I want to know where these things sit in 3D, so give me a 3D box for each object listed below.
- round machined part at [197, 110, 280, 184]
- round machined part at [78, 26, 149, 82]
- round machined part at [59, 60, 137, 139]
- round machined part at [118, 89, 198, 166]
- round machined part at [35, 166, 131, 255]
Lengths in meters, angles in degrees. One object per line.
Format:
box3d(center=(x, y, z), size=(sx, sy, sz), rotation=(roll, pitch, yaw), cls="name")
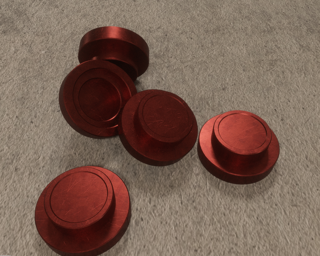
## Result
box3d(center=(0.097, 0.016, 0.380), size=(0.099, 0.042, 0.098), rotation=(0, 50, 0), cls="round machined part")
box3d(center=(-0.065, -0.092, 0.435), size=(0.099, 0.098, 0.042), rotation=(0, 64, 0), cls="round machined part")
box3d(center=(-0.081, -0.034, 0.398), size=(0.099, 0.042, 0.097), rotation=(6, 79, -32), cls="round machined part")
box3d(center=(0.001, -0.006, 0.376), size=(0.099, 0.042, 0.098), rotation=(8, 62, -15), cls="round machined part")
box3d(center=(-0.080, 0.080, 0.324), size=(0.099, 0.042, 0.098), rotation=(0, 50, 0), cls="round machined part")
